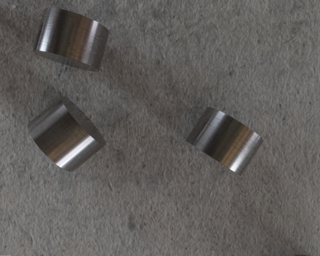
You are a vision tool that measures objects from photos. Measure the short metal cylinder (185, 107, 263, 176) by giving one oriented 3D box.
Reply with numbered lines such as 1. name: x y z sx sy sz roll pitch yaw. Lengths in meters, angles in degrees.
1. short metal cylinder: 0.079 0.016 0.384 0.080 0.080 0.050 33 90 -1

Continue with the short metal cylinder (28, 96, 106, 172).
1. short metal cylinder: -0.113 0.007 0.381 0.050 0.080 0.080 -40 91 0

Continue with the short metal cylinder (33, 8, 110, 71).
1. short metal cylinder: -0.108 -0.106 0.381 0.080 0.080 0.050 15 90 -1
